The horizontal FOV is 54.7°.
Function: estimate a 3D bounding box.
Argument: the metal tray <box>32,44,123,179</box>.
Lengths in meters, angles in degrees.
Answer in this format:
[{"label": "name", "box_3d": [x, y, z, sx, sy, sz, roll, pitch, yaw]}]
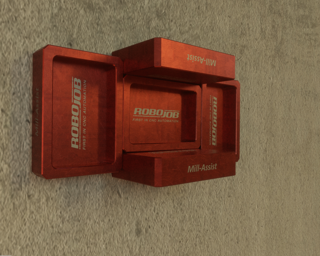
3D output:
[{"label": "metal tray", "box_3d": [-0.086, -0.015, 0.332, 0.091, 0.030, 0.129, 1, 90, -40]}]

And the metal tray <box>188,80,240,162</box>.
[{"label": "metal tray", "box_3d": [0.084, -0.011, 0.476, 0.091, 0.030, 0.129, 1, 90, -40]}]

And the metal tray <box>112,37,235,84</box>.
[{"label": "metal tray", "box_3d": [0.018, -0.076, 0.381, 0.131, 0.090, 0.030, 0, 90, -40]}]

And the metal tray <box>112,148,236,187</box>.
[{"label": "metal tray", "box_3d": [0.019, 0.044, 0.380, 0.131, 0.090, 0.030, 0, 90, -40]}]

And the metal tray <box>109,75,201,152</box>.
[{"label": "metal tray", "box_3d": [-0.002, -0.016, 0.404, 0.131, 0.030, 0.089, 1, 90, -40]}]
